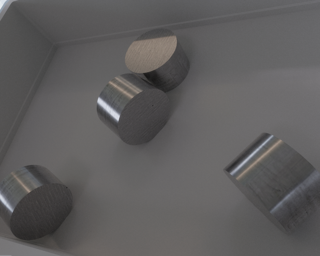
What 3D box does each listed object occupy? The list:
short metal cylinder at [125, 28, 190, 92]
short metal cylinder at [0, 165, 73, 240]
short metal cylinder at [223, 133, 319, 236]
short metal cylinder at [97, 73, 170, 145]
[{"bbox_3d":[-0.003,-0.097,0.451,0.080,0.050,0.080,-13,56,21],"label":"short metal cylinder"},{"bbox_3d":[-0.161,0.094,0.398,0.050,0.080,0.080,28,77,37],"label":"short metal cylinder"},{"bbox_3d":[0.105,0.050,0.284,0.050,0.080,0.080,-43,51,-1],"label":"short metal cylinder"},{"bbox_3d":[-0.034,-0.024,0.403,0.080,0.080,0.050,-48,51,-5],"label":"short metal cylinder"}]
